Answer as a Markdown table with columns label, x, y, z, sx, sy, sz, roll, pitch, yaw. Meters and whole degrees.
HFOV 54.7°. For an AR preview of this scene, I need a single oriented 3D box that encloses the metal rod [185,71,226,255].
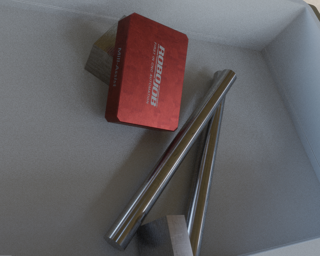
| label | x | y | z | sx | sy | sz | roll | pitch | yaw |
| --- | --- | --- | --- | --- | --- | --- | --- | --- | --- |
| metal rod | 0.066 | 0.029 | 0.425 | 0.025 | 0.025 | 0.300 | 27 | 52 | -12 |

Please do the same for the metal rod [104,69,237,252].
| label | x | y | z | sx | sy | sz | roll | pitch | yaw |
| --- | --- | --- | --- | --- | --- | --- | --- | --- | --- |
| metal rod | 0.030 | 0.018 | 0.395 | 0.025 | 0.025 | 0.301 | 39 | 56 | -2 |

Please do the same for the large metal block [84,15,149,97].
| label | x | y | z | sx | sy | sz | roll | pitch | yaw |
| --- | --- | --- | --- | --- | --- | --- | --- | --- | --- |
| large metal block | -0.043 | -0.096 | 0.426 | 0.080 | 0.050 | 0.080 | 35 | 51 | -6 |

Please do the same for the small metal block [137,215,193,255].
| label | x | y | z | sx | sy | sz | roll | pitch | yaw |
| --- | --- | --- | --- | --- | --- | --- | --- | --- | --- |
| small metal block | 0.004 | 0.121 | 0.316 | 0.025 | 0.050 | 0.050 | 13 | 54 | -40 |

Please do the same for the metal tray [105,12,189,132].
| label | x | y | z | sx | sy | sz | roll | pitch | yaw |
| --- | --- | --- | --- | --- | --- | --- | --- | --- | --- |
| metal tray | -0.014 | -0.065 | 0.389 | 0.091 | 0.030 | 0.129 | 11 | 84 | -36 |
